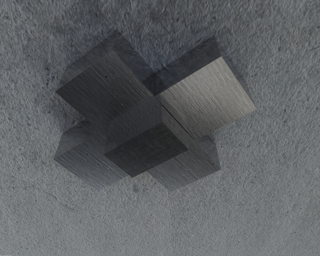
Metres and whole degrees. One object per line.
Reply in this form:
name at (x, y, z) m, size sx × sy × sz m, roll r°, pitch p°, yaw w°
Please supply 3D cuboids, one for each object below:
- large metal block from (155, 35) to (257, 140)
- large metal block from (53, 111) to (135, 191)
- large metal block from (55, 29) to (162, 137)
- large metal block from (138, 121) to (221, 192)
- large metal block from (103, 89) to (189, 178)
large metal block at (0.051, -0.043, 0.355) m, size 0.080 × 0.050 × 0.080 m, roll -29°, pitch 125°, yaw 22°
large metal block at (-0.078, 0.030, 0.416) m, size 0.080 × 0.050 × 0.080 m, roll -29°, pitch 125°, yaw 22°
large metal block at (-0.054, -0.048, 0.350) m, size 0.080 × 0.050 × 0.080 m, roll -29°, pitch 125°, yaw 22°
large metal block at (0.024, 0.032, 0.419) m, size 0.080 × 0.050 × 0.080 m, roll -29°, pitch 125°, yaw 22°
large metal block at (-0.016, 0.001, 0.373) m, size 0.080 × 0.080 × 0.050 m, roll -29°, pitch 125°, yaw 22°
